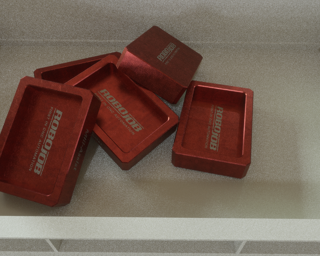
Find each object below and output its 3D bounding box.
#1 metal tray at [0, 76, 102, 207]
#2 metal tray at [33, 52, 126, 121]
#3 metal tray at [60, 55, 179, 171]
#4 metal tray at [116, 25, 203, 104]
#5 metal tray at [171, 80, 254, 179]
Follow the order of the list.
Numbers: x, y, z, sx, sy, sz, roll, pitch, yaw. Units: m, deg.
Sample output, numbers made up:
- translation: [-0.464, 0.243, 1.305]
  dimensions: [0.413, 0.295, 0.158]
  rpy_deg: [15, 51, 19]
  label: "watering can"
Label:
- translation: [-0.130, 0.014, 0.349]
  dimensions: [0.090, 0.030, 0.129]
  rpy_deg: [13, 79, 10]
  label: "metal tray"
- translation: [-0.107, -0.061, 0.449]
  dimensions: [0.131, 0.030, 0.090]
  rpy_deg: [-16, 52, -14]
  label: "metal tray"
- translation: [-0.052, -0.023, 0.390]
  dimensions: [0.090, 0.030, 0.130]
  rpy_deg: [-40, 75, -21]
  label: "metal tray"
- translation: [0.005, -0.093, 0.434]
  dimensions: [0.090, 0.030, 0.130]
  rpy_deg: [33, 34, -3]
  label: "metal tray"
- translation: [0.071, -0.004, 0.403]
  dimensions: [0.090, 0.030, 0.130]
  rpy_deg: [10, 51, 7]
  label: "metal tray"
